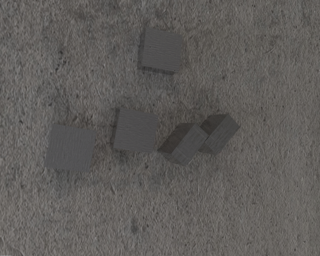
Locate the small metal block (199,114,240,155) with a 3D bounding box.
[{"bbox_3d":[0.073,0.008,0.422,0.025,0.050,0.050,46,76,-15],"label":"small metal block"}]

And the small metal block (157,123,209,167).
[{"bbox_3d":[0.029,0.020,0.406,0.025,0.050,0.050,43,77,-15],"label":"small metal block"}]

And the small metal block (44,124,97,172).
[{"bbox_3d":[-0.107,0.024,0.370,0.050,0.025,0.050,11,87,-20],"label":"small metal block"}]

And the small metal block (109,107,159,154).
[{"bbox_3d":[-0.033,0.004,0.397,0.050,0.025,0.050,11,86,-20],"label":"small metal block"}]

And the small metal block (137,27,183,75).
[{"bbox_3d":[-0.001,-0.100,0.408,0.050,0.025,0.050,7,88,-20],"label":"small metal block"}]
